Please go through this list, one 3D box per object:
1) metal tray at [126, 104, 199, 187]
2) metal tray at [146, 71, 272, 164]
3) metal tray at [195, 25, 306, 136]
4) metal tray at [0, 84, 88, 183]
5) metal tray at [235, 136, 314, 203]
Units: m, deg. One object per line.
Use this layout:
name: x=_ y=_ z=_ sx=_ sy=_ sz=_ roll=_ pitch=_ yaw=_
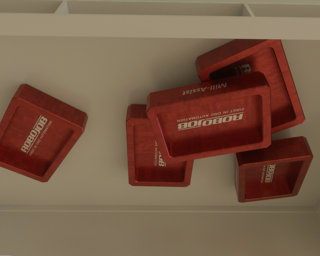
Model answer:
metal tray: x=0.001 y=0.029 z=0.429 sx=0.091 sy=0.030 sz=0.129 roll=1 pitch=130 yaw=-2
metal tray: x=0.058 y=-0.008 z=0.358 sx=0.131 sy=0.030 sz=0.090 roll=-11 pitch=130 yaw=8
metal tray: x=0.110 y=-0.044 z=0.369 sx=0.090 sy=0.030 sz=0.130 roll=-23 pitch=127 yaw=18
metal tray: x=-0.167 y=0.013 z=0.414 sx=0.090 sy=0.030 sz=0.129 roll=28 pitch=125 yaw=-22
metal tray: x=0.155 y=0.064 z=0.440 sx=0.090 sy=0.030 sz=0.130 roll=-9 pitch=144 yaw=7
